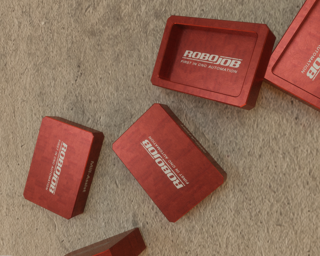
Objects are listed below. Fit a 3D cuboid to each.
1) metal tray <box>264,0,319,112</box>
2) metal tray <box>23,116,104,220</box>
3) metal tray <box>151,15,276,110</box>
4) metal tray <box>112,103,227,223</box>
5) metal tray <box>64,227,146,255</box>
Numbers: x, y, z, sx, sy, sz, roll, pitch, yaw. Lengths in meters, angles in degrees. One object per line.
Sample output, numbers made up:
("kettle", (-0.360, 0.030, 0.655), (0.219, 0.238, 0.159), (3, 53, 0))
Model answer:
("metal tray", (0.184, -0.091, 0.340), (0.090, 0.030, 0.129), (34, 101, 16))
("metal tray", (-0.143, 0.056, 0.457), (0.090, 0.030, 0.129), (18, 96, 19))
("metal tray", (0.058, -0.080, 0.368), (0.130, 0.030, 0.089), (19, 97, 33))
("metal tray", (0.010, 0.043, 0.403), (0.090, 0.030, 0.130), (-44, 77, 14))
("metal tray", (-0.094, 0.177, 0.407), (0.130, 0.090, 0.030), (-26, 82, 18))
